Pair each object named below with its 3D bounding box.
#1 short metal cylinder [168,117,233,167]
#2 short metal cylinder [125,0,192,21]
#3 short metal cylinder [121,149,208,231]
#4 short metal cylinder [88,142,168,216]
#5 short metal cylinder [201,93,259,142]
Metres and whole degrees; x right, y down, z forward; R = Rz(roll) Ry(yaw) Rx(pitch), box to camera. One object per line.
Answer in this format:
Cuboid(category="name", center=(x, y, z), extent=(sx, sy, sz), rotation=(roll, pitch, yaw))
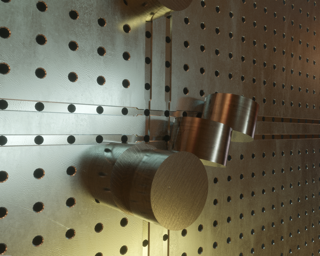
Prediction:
Cuboid(category="short metal cylinder", center=(0.053, 0.020, 0.418), extent=(0.080, 0.080, 0.050), rotation=(20, 77, -38))
Cuboid(category="short metal cylinder", center=(-0.002, -0.182, 0.390), extent=(0.081, 0.050, 0.079), rotation=(0, 91, -40))
Cuboid(category="short metal cylinder", center=(0.006, 0.063, 0.333), extent=(0.081, 0.050, 0.079), rotation=(0, 90, -40))
Cuboid(category="short metal cylinder", center=(-0.036, 0.057, 0.362), extent=(0.081, 0.050, 0.079), rotation=(0, 90, -40))
Cuboid(category="short metal cylinder", center=(0.102, -0.014, 0.458), extent=(0.080, 0.080, 0.050), rotation=(22, 76, -38))
